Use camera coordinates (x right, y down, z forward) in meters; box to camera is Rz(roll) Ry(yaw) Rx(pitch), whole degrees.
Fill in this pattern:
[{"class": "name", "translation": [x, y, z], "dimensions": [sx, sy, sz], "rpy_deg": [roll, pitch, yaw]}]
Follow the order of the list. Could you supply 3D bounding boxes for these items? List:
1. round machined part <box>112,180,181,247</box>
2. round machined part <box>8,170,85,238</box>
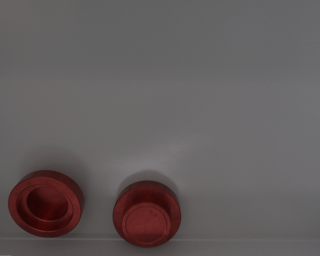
[{"class": "round machined part", "translation": [-0.019, 0.128, 0.443], "dimensions": [0.099, 0.042, 0.097], "rpy_deg": [0, 103, -1]}, {"class": "round machined part", "translation": [-0.156, 0.102, 0.438], "dimensions": [0.099, 0.042, 0.097], "rpy_deg": [0, 110, 0]}]
